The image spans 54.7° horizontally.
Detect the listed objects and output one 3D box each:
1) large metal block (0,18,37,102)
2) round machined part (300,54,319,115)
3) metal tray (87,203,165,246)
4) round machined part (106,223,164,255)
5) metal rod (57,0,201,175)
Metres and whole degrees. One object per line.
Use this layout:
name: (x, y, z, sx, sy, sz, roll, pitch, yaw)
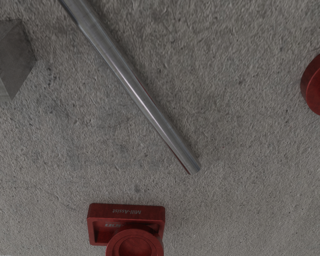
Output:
large metal block: (-0.184, -0.068, 0.312, 0.080, 0.080, 0.050, -4, 130, 3)
round machined part: (0.220, -0.048, 0.357, 0.099, 0.042, 0.097, 0, 130, 0)
metal tray: (-0.060, 0.175, 0.552, 0.131, 0.030, 0.089, 3, 130, -4)
round machined part: (-0.042, 0.211, 0.540, 0.099, 0.042, 0.097, 0, 99, 1)
metal rod: (-0.023, -0.040, 0.372, 0.025, 0.025, 0.300, -23, 127, 18)
